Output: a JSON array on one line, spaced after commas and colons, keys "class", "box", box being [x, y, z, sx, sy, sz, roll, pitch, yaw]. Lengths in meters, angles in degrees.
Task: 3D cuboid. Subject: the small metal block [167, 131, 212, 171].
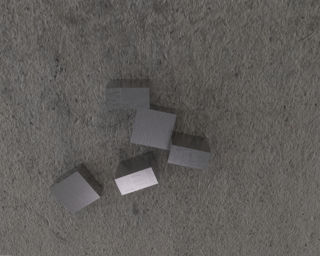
[{"class": "small metal block", "box": [0.036, 0.028, 0.407, 0.050, 0.050, 0.025, 12, 110, -5]}]

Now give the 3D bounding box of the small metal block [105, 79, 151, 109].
[{"class": "small metal block", "box": [-0.037, -0.043, 0.380, 0.050, 0.050, 0.025, 0, 110, 0]}]

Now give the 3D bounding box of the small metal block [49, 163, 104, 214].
[{"class": "small metal block", "box": [-0.118, 0.086, 0.440, 0.050, 0.025, 0.050, -32, 107, 11]}]

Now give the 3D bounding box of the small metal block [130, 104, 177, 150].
[{"class": "small metal block", "box": [-0.009, -0.003, 0.408, 0.050, 0.025, 0.050, 12, 110, -5]}]

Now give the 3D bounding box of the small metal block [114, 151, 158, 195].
[{"class": "small metal block", "box": [-0.030, 0.059, 0.418, 0.050, 0.050, 0.025, -19, 109, 7]}]
